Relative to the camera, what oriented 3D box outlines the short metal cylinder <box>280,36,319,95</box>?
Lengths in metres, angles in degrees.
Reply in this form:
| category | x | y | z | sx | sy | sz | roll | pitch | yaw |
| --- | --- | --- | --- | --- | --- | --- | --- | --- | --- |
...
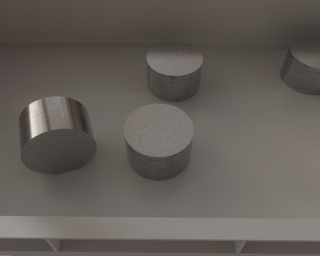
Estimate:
| category | x | y | z | sx | sy | sz | roll | pitch | yaw |
| --- | --- | --- | --- | --- | --- | --- | --- | --- | --- |
| short metal cylinder | 0.232 | -0.096 | 0.473 | 0.081 | 0.050 | 0.080 | 0 | 50 | 0 |

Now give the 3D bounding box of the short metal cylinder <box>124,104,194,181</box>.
| category | x | y | z | sx | sy | sz | roll | pitch | yaw |
| --- | --- | --- | --- | --- | --- | --- | --- | --- | --- |
| short metal cylinder | -0.001 | 0.016 | 0.375 | 0.081 | 0.050 | 0.080 | 0 | 50 | 0 |

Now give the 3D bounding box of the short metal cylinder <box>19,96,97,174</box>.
| category | x | y | z | sx | sy | sz | roll | pitch | yaw |
| --- | --- | --- | --- | --- | --- | --- | --- | --- | --- |
| short metal cylinder | -0.119 | 0.010 | 0.360 | 0.081 | 0.080 | 0.050 | -14 | 52 | -12 |

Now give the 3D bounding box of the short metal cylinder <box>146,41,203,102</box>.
| category | x | y | z | sx | sy | sz | roll | pitch | yaw |
| --- | --- | --- | --- | --- | --- | --- | --- | --- | --- |
| short metal cylinder | 0.021 | -0.085 | 0.460 | 0.081 | 0.050 | 0.080 | 0 | 50 | 0 |
